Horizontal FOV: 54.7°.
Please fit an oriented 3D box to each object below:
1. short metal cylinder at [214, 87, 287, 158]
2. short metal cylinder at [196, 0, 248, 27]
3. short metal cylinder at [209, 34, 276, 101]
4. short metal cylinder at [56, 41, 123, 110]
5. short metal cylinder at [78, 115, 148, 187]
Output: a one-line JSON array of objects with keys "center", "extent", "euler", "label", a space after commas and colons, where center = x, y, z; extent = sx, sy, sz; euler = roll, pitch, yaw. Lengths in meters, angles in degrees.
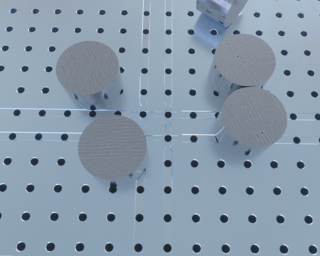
[{"center": [0.115, -0.006, 0.402], "extent": [0.081, 0.050, 0.080], "euler": [0, 70, 0], "label": "short metal cylinder"}, {"center": [0.098, -0.198, 0.456], "extent": [0.050, 0.080, 0.080], "euler": [36, 74, 12], "label": "short metal cylinder"}, {"center": [0.112, -0.082, 0.430], "extent": [0.081, 0.050, 0.080], "euler": [0, 70, 0], "label": "short metal cylinder"}, {"center": [-0.094, -0.071, 0.423], "extent": [0.081, 0.050, 0.080], "euler": [0, 70, -1], "label": "short metal cylinder"}, {"center": [-0.056, 0.030, 0.387], "extent": [0.081, 0.050, 0.080], "euler": [0, 70, 0], "label": "short metal cylinder"}]
